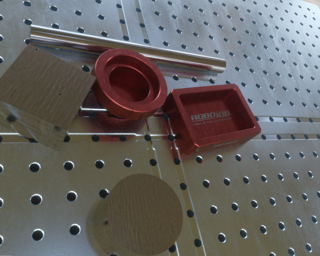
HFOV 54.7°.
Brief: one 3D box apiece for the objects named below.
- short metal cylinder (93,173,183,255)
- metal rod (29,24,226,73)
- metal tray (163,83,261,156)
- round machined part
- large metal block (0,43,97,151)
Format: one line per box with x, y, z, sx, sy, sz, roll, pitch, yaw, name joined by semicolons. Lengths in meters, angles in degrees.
-0.024;0.094;0.322;0.081;0.050;0.080;14;56;-21;short metal cylinder
-0.030;-0.112;0.460;0.303;0.025;0.025;3;61;-27;metal rod
0.078;-0.017;0.456;0.131;0.030;0.090;-10;67;-32;metal tray
-0.043;-0.052;0.403;0.099;0.042;0.098;16;54;-23;round machined part
-0.128;-0.033;0.343;0.080;0.050;0.080;26;53;-12;large metal block
